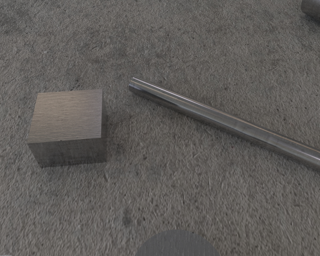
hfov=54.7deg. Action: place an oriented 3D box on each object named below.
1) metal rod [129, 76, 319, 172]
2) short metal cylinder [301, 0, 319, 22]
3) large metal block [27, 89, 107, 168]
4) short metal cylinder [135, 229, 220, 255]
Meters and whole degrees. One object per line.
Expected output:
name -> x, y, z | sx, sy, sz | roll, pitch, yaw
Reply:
metal rod -> 0.091, -0.007, 0.409 | 0.301, 0.025, 0.025 | 24, 54, 19
short metal cylinder -> 0.310, -0.238, 0.570 | 0.081, 0.080, 0.050 | -27, 55, -21
large metal block -> -0.110, -0.001, 0.387 | 0.081, 0.050, 0.080 | -4, 50, -4
short metal cylinder -> 0.015, 0.138, 0.271 | 0.081, 0.050, 0.080 | 0, 50, 0
